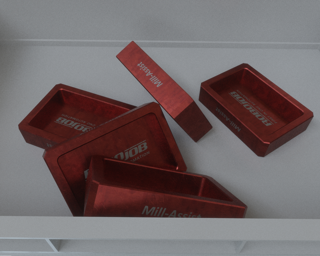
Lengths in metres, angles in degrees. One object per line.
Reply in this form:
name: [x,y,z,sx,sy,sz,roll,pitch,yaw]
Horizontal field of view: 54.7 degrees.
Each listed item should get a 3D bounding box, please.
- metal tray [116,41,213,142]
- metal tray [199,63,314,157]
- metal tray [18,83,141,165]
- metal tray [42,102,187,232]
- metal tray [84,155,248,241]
metal tray: [0.005,-0.047,0.400,0.030,0.090,0.130,-43,58,3]
metal tray: [0.128,-0.031,0.428,0.091,0.030,0.130,-27,55,-21]
metal tray: [-0.100,-0.004,0.403,0.130,0.030,0.090,18,52,14]
metal tray: [-0.045,0.037,0.334,0.131,0.030,0.090,-27,100,-21]
metal tray: [0.000,0.060,0.284,0.131,0.030,0.090,12,6,-14]
